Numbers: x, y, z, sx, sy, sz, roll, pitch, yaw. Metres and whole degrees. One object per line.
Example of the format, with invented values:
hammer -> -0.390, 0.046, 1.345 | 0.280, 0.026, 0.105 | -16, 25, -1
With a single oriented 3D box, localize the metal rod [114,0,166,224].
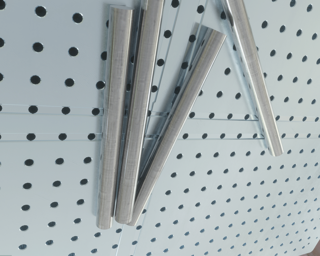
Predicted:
metal rod -> -0.029, -0.005, 0.383 | 0.025, 0.025, 0.298 | -3, 118, -27

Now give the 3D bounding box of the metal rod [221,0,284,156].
metal rod -> 0.143, -0.058, 0.452 | 0.025, 0.025, 0.300 | -36, 129, -4

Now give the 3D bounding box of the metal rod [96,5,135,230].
metal rod -> -0.059, 0.008, 0.383 | 0.025, 0.025, 0.298 | -5, 121, -26

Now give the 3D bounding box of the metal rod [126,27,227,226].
metal rod -> 0.012, 0.012, 0.423 | 0.025, 0.025, 0.298 | 12, 113, -33
